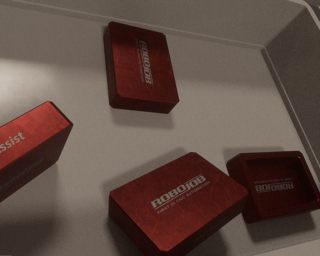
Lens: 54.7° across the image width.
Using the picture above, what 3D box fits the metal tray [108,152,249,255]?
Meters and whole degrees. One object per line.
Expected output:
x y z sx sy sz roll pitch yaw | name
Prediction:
0.022 0.081 0.339 0.131 0.030 0.090 -21 43 -36 | metal tray

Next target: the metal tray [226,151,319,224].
0.167 0.081 0.445 0.131 0.030 0.090 0 62 -28 | metal tray

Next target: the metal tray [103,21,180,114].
-0.029 -0.086 0.441 0.091 0.030 0.130 5 60 -26 | metal tray

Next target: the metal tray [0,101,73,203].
-0.142 0.038 0.264 0.030 0.090 0.131 47 51 3 | metal tray
